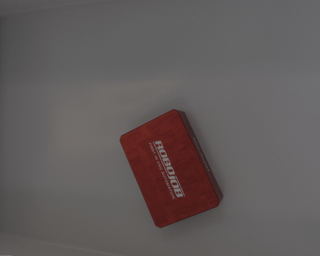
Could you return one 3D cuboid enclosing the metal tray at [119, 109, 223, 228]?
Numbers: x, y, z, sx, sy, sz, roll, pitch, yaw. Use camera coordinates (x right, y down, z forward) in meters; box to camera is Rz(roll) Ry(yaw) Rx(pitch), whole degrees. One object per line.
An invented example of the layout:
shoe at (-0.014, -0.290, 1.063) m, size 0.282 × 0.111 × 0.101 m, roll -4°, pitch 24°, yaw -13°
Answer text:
metal tray at (0.013, 0.052, 0.403) m, size 0.090 × 0.030 × 0.130 m, roll -27°, pitch 81°, yaw 18°
